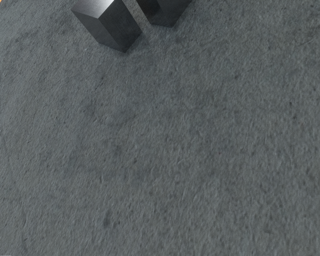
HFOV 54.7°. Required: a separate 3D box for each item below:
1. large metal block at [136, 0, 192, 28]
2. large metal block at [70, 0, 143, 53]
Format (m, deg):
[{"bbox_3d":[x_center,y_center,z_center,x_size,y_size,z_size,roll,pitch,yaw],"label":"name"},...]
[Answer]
[{"bbox_3d":[0.007,-0.224,0.501,0.050,0.080,0.080,25,75,36],"label":"large metal block"},{"bbox_3d":[-0.089,-0.181,0.525,0.080,0.080,0.050,30,78,37],"label":"large metal block"}]
